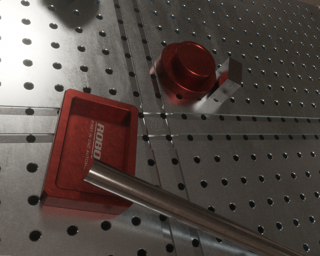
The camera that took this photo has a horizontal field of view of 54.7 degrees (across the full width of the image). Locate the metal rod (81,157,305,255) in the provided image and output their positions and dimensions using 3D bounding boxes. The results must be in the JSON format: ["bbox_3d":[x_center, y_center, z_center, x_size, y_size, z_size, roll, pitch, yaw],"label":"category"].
[{"bbox_3d":[0.055,0.106,0.350,0.301,0.025,0.025,28,52,-20],"label":"metal rod"}]

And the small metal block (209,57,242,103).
[{"bbox_3d":[0.106,-0.077,0.498,0.025,0.050,0.050,24,53,-14],"label":"small metal block"}]

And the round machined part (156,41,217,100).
[{"bbox_3d":[0.047,-0.096,0.483,0.099,0.042,0.098,14,56,-21],"label":"round machined part"}]

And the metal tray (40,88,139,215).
[{"bbox_3d":[-0.074,0.025,0.350,0.091,0.030,0.130,14,56,-21],"label":"metal tray"}]
